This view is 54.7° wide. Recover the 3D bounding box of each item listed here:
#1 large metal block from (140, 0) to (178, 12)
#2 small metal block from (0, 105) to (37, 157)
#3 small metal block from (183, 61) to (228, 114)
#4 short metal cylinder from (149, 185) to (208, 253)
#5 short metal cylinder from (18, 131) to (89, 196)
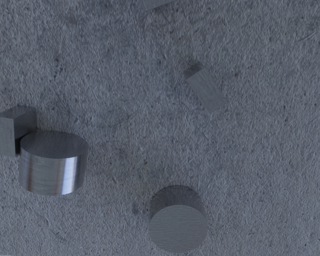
[{"bbox_3d":[0.007,-0.178,0.331,0.080,0.050,0.080,-18,109,6],"label":"large metal block"},{"bbox_3d":[-0.182,0.003,0.394,0.025,0.050,0.050,9,110,6],"label":"small metal block"},{"bbox_3d":[0.054,-0.051,0.378,0.025,0.050,0.050,-33,107,11],"label":"small metal block"},{"bbox_3d":[0.025,0.130,0.445,0.081,0.050,0.079,0,110,0],"label":"short metal cylinder"},{"bbox_3d":[-0.135,0.042,0.395,0.081,0.080,0.050,11,110,-4],"label":"short metal cylinder"}]
